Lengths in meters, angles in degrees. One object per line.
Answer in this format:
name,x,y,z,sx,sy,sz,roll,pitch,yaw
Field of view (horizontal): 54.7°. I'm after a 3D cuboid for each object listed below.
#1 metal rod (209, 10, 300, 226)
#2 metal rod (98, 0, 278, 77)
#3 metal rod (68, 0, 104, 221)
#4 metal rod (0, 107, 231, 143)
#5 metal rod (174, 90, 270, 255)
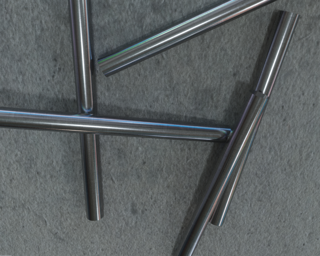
metal rod,0.117,0.002,0.412,0.025,0.025,0.298,12,110,-5
metal rod,0.067,-0.131,0.362,0.301,0.025,0.025,-23,109,7
metal rod,-0.094,-0.011,0.404,0.025,0.025,0.298,0,110,-1
metal rod,-0.058,-0.003,0.385,0.302,0.025,0.025,4,110,-11
metal rod,0.074,0.088,0.428,0.025,0.025,0.298,16,115,-6
